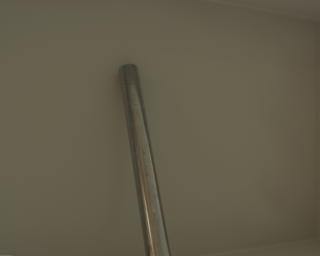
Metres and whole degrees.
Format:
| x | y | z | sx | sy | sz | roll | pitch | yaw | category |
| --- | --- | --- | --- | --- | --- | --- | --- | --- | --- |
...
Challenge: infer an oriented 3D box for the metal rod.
| x | y | z | sx | sy | sz | roll | pitch | yaw | category |
| --- | --- | --- | --- | --- | --- | --- | --- | --- | --- |
| -0.014 | 0.060 | 0.338 | 0.025 | 0.025 | 0.299 | -2 | 65 | -20 | metal rod |
